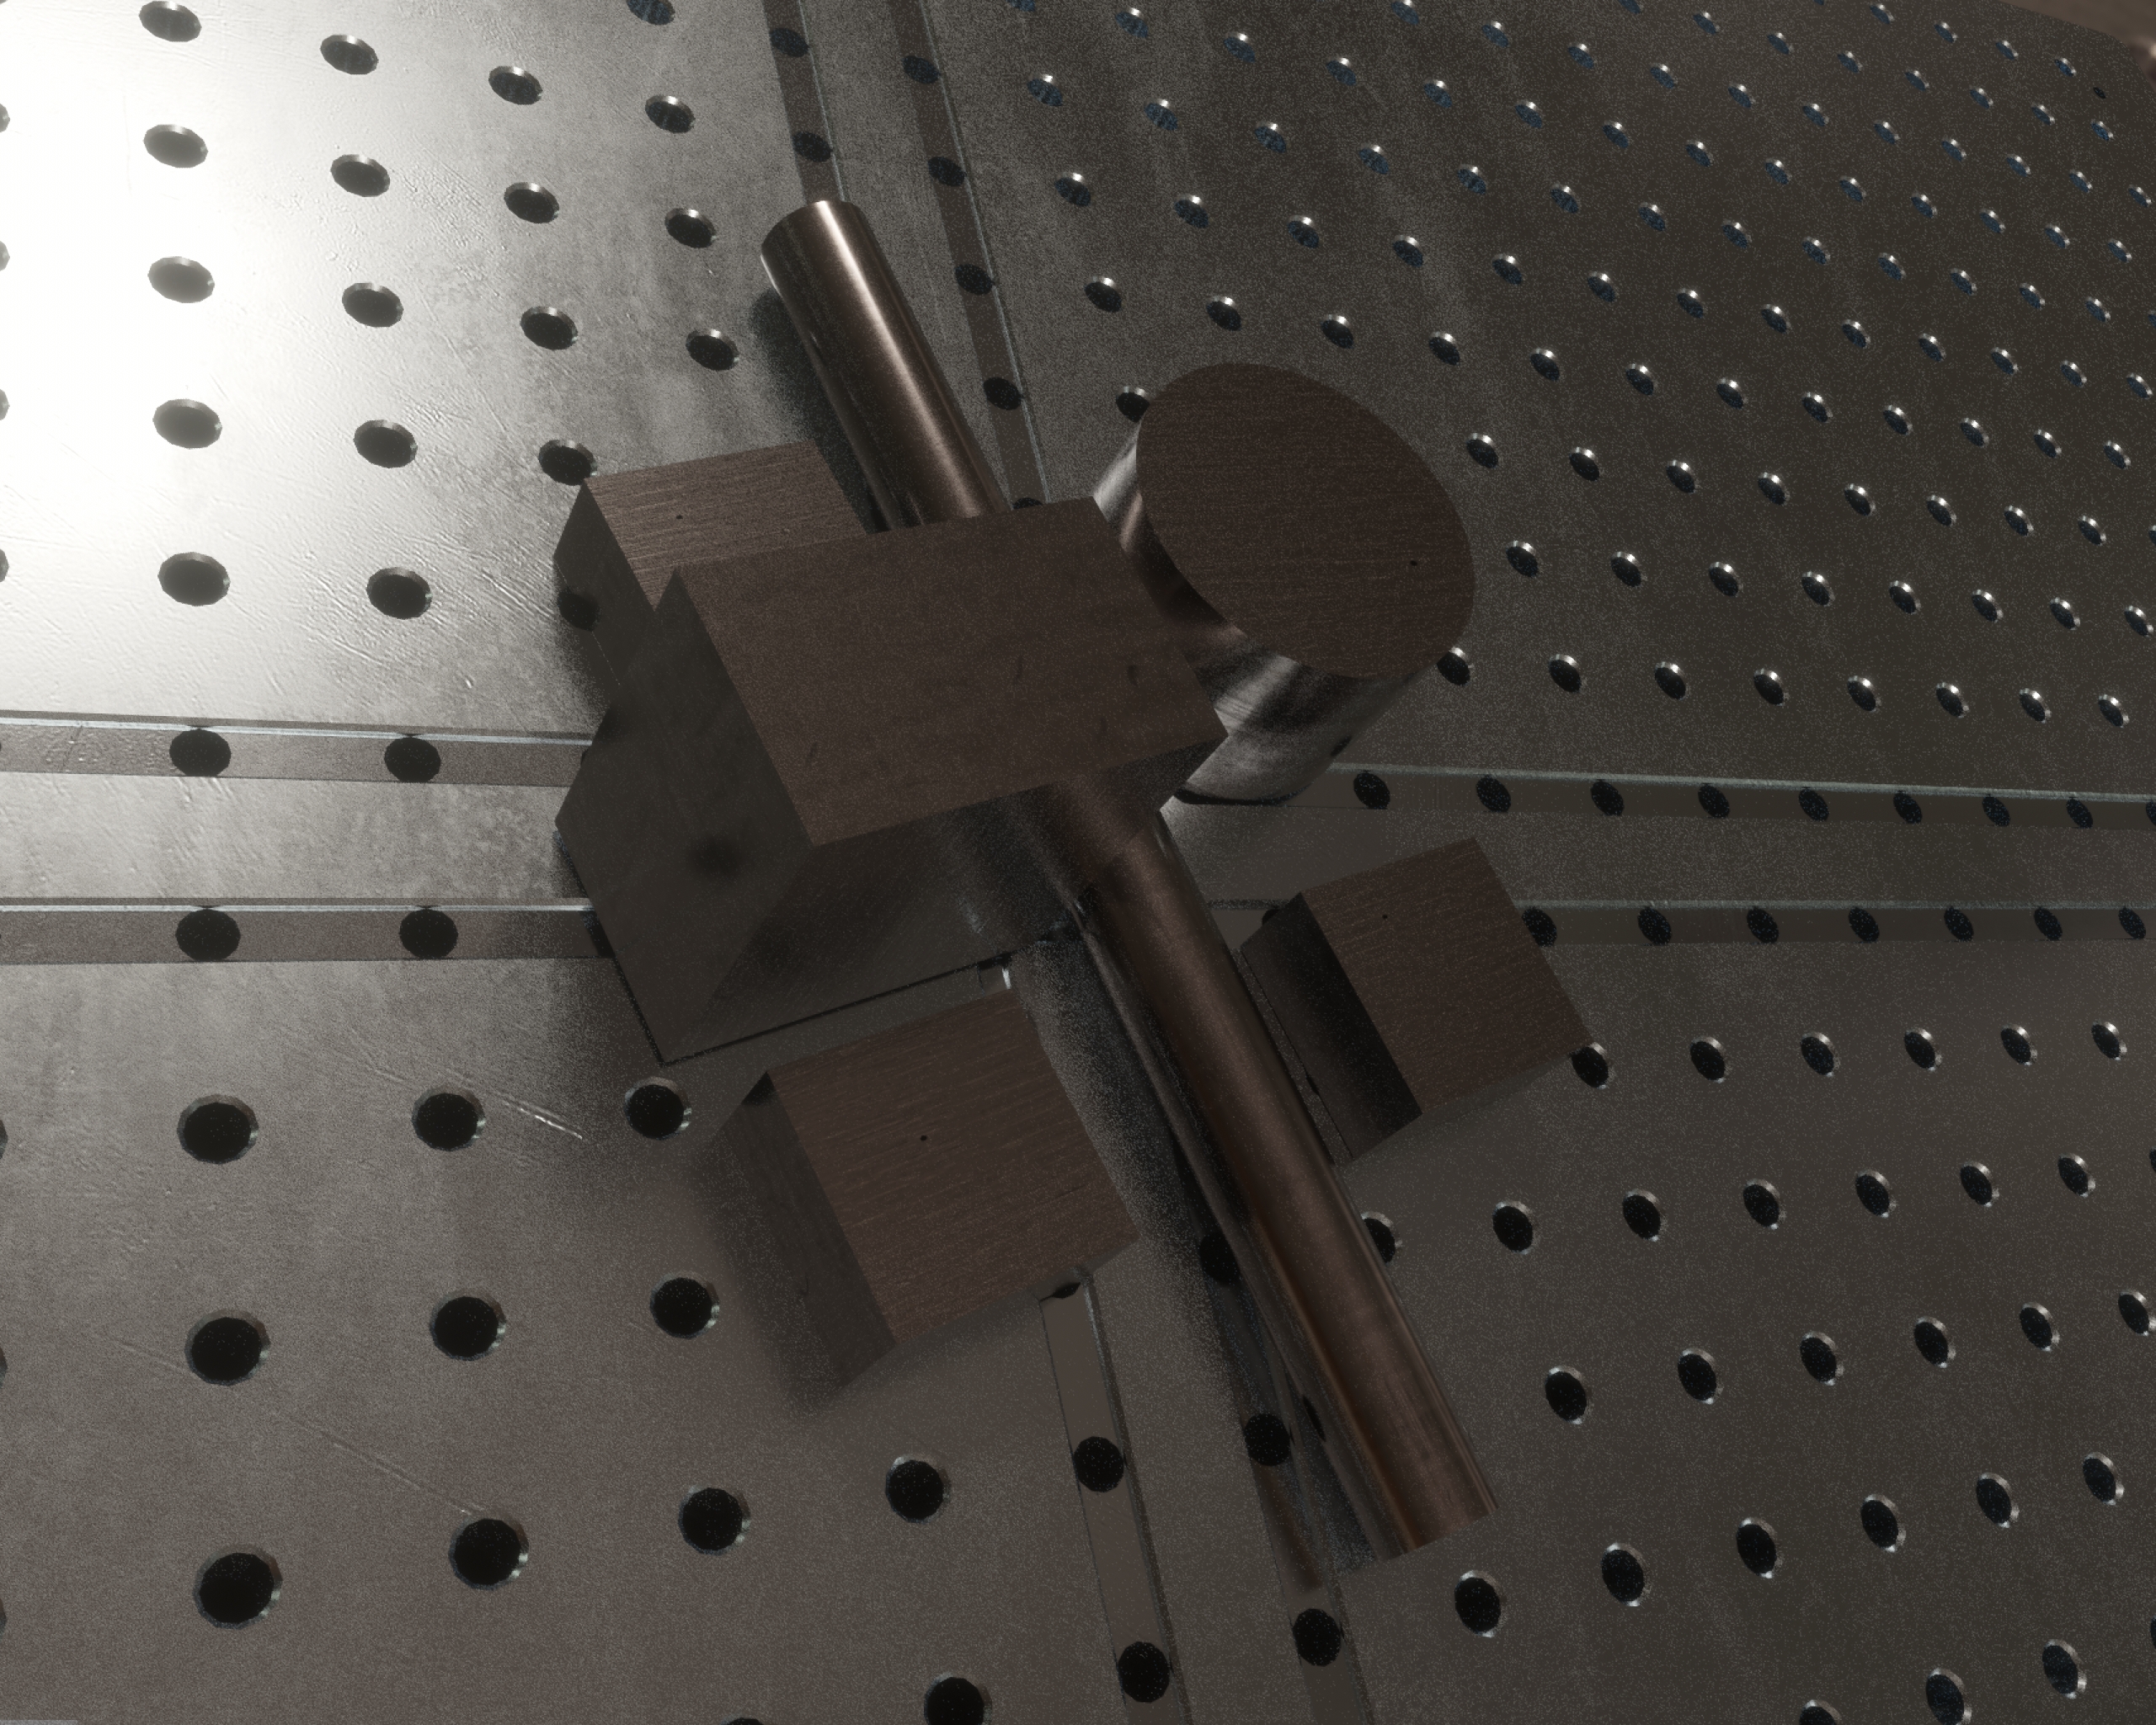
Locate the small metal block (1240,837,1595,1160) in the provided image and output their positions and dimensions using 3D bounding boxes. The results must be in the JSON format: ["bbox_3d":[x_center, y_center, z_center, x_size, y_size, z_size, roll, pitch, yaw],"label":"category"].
[{"bbox_3d":[0.070,0.027,0.431,0.050,0.025,0.050,-16,70,-35],"label":"small metal block"}]

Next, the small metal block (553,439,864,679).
[{"bbox_3d":[-0.066,-0.051,0.405,0.050,0.025,0.050,-19,72,-36],"label":"small metal block"}]

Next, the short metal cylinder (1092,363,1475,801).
[{"bbox_3d":[0.038,-0.060,0.450,0.081,0.050,0.080,14,56,-21],"label":"short metal cylinder"}]

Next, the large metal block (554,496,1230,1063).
[{"bbox_3d":[-0.035,-0.014,0.362,0.081,0.080,0.050,-17,71,-35],"label":"large metal block"}]

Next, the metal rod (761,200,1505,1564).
[{"bbox_3d":[0.003,-0.009,0.416,0.025,0.025,0.299,-13,69,-34],"label":"metal rod"}]

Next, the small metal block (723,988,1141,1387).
[{"bbox_3d":[-0.026,0.055,0.362,0.050,0.025,0.050,-17,71,-35],"label":"small metal block"}]
